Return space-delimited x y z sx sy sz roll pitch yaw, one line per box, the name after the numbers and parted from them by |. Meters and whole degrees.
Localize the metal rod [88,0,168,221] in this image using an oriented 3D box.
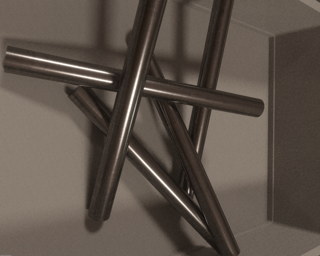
-0.029 -0.039 0.311 0.025 0.025 0.298 2 111 -40 | metal rod

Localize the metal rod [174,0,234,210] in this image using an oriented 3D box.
0.057 -0.030 0.409 0.025 0.025 0.298 1 104 -40 | metal rod

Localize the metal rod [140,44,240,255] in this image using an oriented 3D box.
0.033 0.029 0.396 0.025 0.025 0.299 -27 95 -37 | metal rod

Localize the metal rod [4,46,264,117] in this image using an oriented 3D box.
-0.007 -0.045 0.350 0.302 0.025 0.025 8 85 -24 | metal rod

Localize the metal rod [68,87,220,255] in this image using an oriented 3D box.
0.001 0.064 0.387 0.300 0.025 0.025 49 60 -21 | metal rod
